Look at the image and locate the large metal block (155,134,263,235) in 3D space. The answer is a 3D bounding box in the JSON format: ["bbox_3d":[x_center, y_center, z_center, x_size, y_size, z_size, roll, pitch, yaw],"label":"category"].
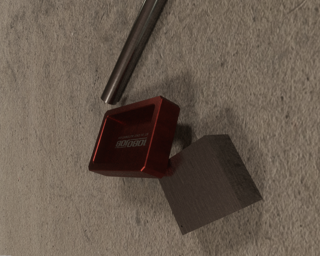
[{"bbox_3d":[0.051,0.062,0.345,0.080,0.050,0.080,-37,67,33],"label":"large metal block"}]

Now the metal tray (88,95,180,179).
[{"bbox_3d":[-0.037,0.015,0.393,0.130,0.030,0.090,-9,61,50],"label":"metal tray"}]

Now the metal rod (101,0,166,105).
[{"bbox_3d":[-0.010,-0.163,0.411,0.025,0.025,0.298,43,115,31],"label":"metal rod"}]
